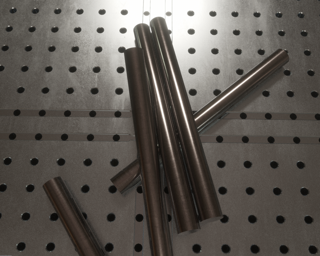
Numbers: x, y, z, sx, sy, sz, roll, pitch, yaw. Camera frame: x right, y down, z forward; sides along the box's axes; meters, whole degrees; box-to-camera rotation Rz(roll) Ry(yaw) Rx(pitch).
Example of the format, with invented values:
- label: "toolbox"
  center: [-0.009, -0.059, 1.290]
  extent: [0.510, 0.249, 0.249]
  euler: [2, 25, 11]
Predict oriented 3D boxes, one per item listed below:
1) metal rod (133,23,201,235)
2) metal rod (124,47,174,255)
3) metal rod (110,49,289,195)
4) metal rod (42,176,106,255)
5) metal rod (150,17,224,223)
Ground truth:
- label: "metal rod"
  center: [0.002, -0.019, 0.396]
  extent: [0.025, 0.025, 0.299]
  euler: [-11, 62, -4]
- label: "metal rod"
  center: [-0.012, 0.048, 0.368]
  extent: [0.025, 0.025, 0.298]
  euler: [-8, 80, -3]
- label: "metal rod"
  center: [0.062, -0.016, 0.418]
  extent: [0.301, 0.025, 0.025]
  euler: [-37, 75, -13]
- label: "metal rod"
  center: [-0.051, 0.185, 0.343]
  extent: [0.025, 0.025, 0.299]
  euler: [-32, 73, -11]
- label: "metal rod"
  center: [0.026, -0.031, 0.400]
  extent: [0.025, 0.025, 0.299]
  euler: [-11, 62, -4]
